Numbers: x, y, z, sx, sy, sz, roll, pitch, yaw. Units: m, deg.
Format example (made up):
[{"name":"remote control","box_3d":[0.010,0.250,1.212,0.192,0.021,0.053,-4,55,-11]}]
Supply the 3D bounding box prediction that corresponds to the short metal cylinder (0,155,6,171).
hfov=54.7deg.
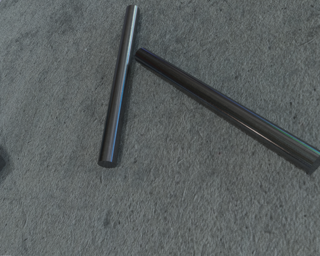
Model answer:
[{"name":"short metal cylinder","box_3d":[-0.296,0.054,0.488,0.080,0.080,0.050,35,82,38]}]

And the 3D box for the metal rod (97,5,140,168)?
[{"name":"metal rod","box_3d":[-0.059,-0.082,0.483,0.025,0.025,0.299,-9,58,23]}]

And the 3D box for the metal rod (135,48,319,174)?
[{"name":"metal rod","box_3d":[0.062,-0.040,0.394,0.025,0.025,0.300,-47,52,-5]}]
